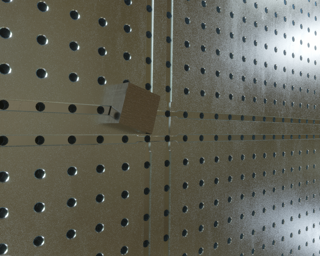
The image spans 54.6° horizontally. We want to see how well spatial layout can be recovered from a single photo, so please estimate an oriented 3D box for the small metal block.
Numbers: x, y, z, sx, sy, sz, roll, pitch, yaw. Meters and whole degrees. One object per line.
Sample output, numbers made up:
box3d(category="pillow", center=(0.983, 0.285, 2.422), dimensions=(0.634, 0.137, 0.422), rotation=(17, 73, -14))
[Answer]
box3d(category="small metal block", center=(-0.031, -0.023, 0.382), dimensions=(0.050, 0.025, 0.050), rotation=(20, 77, -38))
